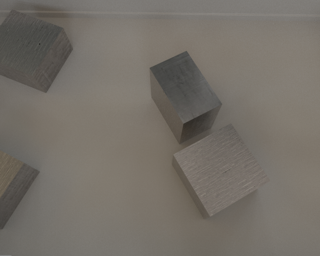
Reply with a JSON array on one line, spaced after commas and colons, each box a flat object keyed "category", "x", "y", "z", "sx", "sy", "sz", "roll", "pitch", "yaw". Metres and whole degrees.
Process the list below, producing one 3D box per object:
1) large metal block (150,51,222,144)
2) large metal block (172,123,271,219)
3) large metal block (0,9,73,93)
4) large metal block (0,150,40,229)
[{"category": "large metal block", "x": 0.029, "y": -0.035, "z": 0.393, "sx": 0.050, "sy": 0.080, "sz": 0.080, "roll": -27, "pitch": 72, "yaw": -9}, {"category": "large metal block", "x": 0.070, "y": 0.054, "z": 0.377, "sx": 0.080, "sy": 0.050, "sz": 0.080, "roll": -28, "pitch": 73, "yaw": -10}, {"category": "large metal block", "x": -0.183, "y": -0.107, "z": 0.434, "sx": 0.080, "sy": 0.050, "sz": 0.080, "roll": 22, "pitch": 71, "yaw": 7}, {"category": "large metal block", "x": -0.209, "y": 0.065, "z": 0.371, "sx": 0.080, "sy": 0.050, "sz": 0.080, "roll": 25, "pitch": 72, "yaw": 9}]
